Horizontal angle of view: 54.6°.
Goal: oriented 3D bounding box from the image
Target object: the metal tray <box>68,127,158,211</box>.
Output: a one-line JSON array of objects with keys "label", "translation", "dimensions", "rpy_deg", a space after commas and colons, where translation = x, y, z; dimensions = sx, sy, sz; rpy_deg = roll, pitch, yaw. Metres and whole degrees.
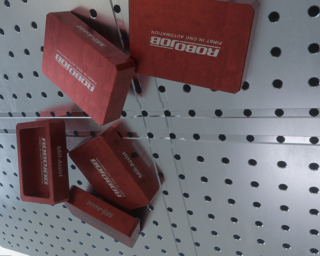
[{"label": "metal tray", "translation": [-0.074, 0.071, 0.492], "dimensions": [0.090, 0.030, 0.130], "rpy_deg": [-25, 105, 37]}]

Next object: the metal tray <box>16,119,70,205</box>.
[{"label": "metal tray", "translation": [-0.191, 0.054, 0.502], "dimensions": [0.090, 0.030, 0.129], "rpy_deg": [-4, 89, 35]}]

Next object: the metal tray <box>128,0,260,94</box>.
[{"label": "metal tray", "translation": [0.031, -0.095, 0.333], "dimensions": [0.130, 0.030, 0.089], "rpy_deg": [15, 125, 19]}]

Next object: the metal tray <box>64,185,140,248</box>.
[{"label": "metal tray", "translation": [-0.098, 0.154, 0.535], "dimensions": [0.130, 0.030, 0.090], "rpy_deg": [25, 150, 13]}]

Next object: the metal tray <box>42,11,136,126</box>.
[{"label": "metal tray", "translation": [-0.095, -0.076, 0.391], "dimensions": [0.130, 0.030, 0.089], "rpy_deg": [40, 131, 20]}]
